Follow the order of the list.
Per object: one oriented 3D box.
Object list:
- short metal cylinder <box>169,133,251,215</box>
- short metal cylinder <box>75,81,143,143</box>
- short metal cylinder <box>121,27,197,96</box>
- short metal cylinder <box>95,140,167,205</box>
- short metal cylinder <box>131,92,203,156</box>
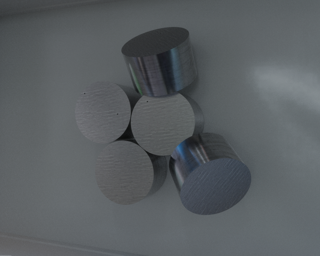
[{"bbox_3d":[0.055,0.052,0.354,0.081,0.050,0.079,-7,122,-11],"label":"short metal cylinder"},{"bbox_3d":[-0.065,-0.020,0.417,0.080,0.050,0.079,0,90,19],"label":"short metal cylinder"},{"bbox_3d":[0.000,-0.081,0.371,0.080,0.080,0.050,-3,127,19],"label":"short metal cylinder"},{"bbox_3d":[-0.037,0.055,0.407,0.080,0.050,0.079,0,90,19],"label":"short metal cylinder"},{"bbox_3d":[0.011,-0.007,0.391,0.080,0.050,0.079,0,90,19],"label":"short metal cylinder"}]
